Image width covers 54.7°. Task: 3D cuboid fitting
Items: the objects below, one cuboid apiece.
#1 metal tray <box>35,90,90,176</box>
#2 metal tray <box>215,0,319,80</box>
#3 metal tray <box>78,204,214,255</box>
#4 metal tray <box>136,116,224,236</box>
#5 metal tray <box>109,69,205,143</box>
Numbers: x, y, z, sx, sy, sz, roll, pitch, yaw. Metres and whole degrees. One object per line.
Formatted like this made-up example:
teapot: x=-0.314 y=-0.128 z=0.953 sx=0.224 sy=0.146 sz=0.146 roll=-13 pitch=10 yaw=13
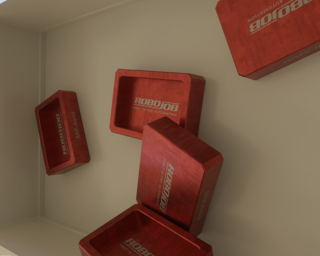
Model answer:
metal tray: x=-0.174 y=0.010 z=0.543 sx=0.090 sy=0.030 sz=0.129 roll=-25 pitch=75 yaw=37
metal tray: x=0.127 y=-0.114 z=0.298 sx=0.130 sy=0.030 sz=0.090 roll=-25 pitch=75 yaw=37
metal tray: x=-0.017 y=0.138 z=0.337 sx=0.130 sy=0.091 sz=0.030 roll=15 pitch=124 yaw=47
metal tray: x=0.016 y=0.063 z=0.359 sx=0.090 sy=0.030 sz=0.129 roll=36 pitch=133 yaw=34
metal tray: x=-0.009 y=-0.029 z=0.408 sx=0.130 sy=0.030 sz=0.089 roll=12 pitch=98 yaw=39
